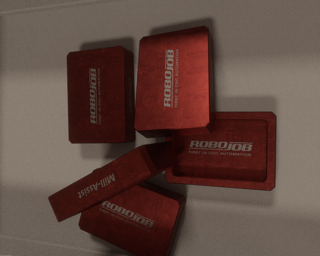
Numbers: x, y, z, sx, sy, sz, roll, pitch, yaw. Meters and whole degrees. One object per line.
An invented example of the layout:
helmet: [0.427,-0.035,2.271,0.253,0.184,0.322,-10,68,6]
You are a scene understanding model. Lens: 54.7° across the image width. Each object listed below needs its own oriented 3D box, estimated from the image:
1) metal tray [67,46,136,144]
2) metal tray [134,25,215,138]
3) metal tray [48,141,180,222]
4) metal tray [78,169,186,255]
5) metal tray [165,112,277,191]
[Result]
metal tray: [-0.083,-0.044,0.436,0.090,0.030,0.129,-2,89,19]
metal tray: [0.019,-0.056,0.380,0.090,0.030,0.129,-5,71,19]
metal tray: [-0.050,0.060,0.360,0.130,0.090,0.030,-30,81,17]
metal tray: [-0.039,0.115,0.421,0.130,0.030,0.089,18,96,18]
metal tray: [0.073,0.025,0.381,0.130,0.030,0.089,1,90,19]
